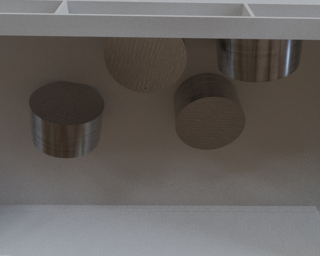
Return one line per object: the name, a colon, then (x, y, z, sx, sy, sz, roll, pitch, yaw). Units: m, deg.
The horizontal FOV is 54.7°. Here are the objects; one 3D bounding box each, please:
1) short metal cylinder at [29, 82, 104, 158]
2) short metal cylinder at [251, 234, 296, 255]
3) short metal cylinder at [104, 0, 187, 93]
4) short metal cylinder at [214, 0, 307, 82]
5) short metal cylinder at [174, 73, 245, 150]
short metal cylinder: (-0.108, -0.011, 0.363, 0.081, 0.080, 0.050, 9, 130, -8)
short metal cylinder: (0.221, 0.253, 0.593, 0.080, 0.080, 0.050, -20, 127, 16)
short metal cylinder: (-0.014, -0.084, 0.321, 0.081, 0.050, 0.079, 0, 130, 0)
short metal cylinder: (0.095, -0.087, 0.299, 0.080, 0.080, 0.050, -7, 130, 6)
short metal cylinder: (0.058, -0.019, 0.376, 0.081, 0.050, 0.079, 0, 130, 0)
